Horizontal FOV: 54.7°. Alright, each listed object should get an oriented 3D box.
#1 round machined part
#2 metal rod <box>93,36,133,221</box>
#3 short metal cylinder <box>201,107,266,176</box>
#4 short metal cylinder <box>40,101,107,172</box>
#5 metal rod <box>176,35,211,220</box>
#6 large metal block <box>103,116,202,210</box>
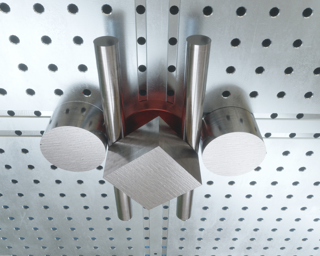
[{"bbox_3d":[-0.008,0.014,0.413,0.099,0.042,0.097,0,130,0],"label":"round machined part"},{"bbox_3d":[-0.055,0.027,0.406,0.025,0.025,0.298,0,130,0],"label":"metal rod"},{"bbox_3d":[0.094,0.019,0.411,0.081,0.050,0.079,0,130,0],"label":"short metal cylinder"},{"bbox_3d":[-0.108,0.012,0.404,0.081,0.050,0.079,0,130,0],"label":"short metal cylinder"},{"bbox_3d":[0.039,0.025,0.406,0.025,0.025,0.298,0,130,0],"label":"metal rod"},{"bbox_3d":[-0.008,0.045,0.371,0.080,0.050,0.080,-31,124,23],"label":"large metal block"}]
